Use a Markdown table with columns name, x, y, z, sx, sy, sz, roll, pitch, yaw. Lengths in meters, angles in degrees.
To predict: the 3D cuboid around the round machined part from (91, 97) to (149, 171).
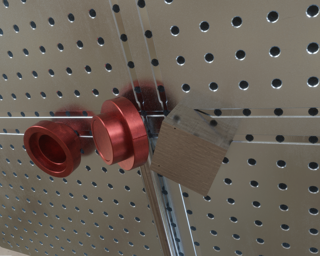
| name | x | y | z | sx | sy | sz | roll | pitch | yaw |
| --- | --- | --- | --- | --- | --- | --- | --- | --- | --- |
| round machined part | -0.058 | 0.011 | 0.409 | 0.098 | 0.042 | 0.097 | 37 | 137 | 46 |

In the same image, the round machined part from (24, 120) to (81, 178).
| name | x | y | z | sx | sy | sz | roll | pitch | yaw |
| --- | --- | --- | --- | --- | --- | --- | --- | --- | --- |
| round machined part | -0.170 | 0.030 | 0.508 | 0.098 | 0.042 | 0.097 | 13 | 124 | 21 |

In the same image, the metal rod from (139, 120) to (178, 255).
| name | x | y | z | sx | sy | sz | roll | pitch | yaw |
| --- | --- | --- | --- | --- | --- | --- | --- | --- | --- |
| metal rod | -0.003 | 0.126 | 0.490 | 0.025 | 0.025 | 0.298 | 2 | 120 | 27 |

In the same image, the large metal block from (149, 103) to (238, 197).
| name | x | y | z | sx | sy | sz | roll | pitch | yaw |
| --- | --- | --- | --- | --- | --- | --- | --- | --- | --- |
| large metal block | 0.041 | 0.027 | 0.390 | 0.080 | 0.050 | 0.079 | 25 | 127 | 13 |
